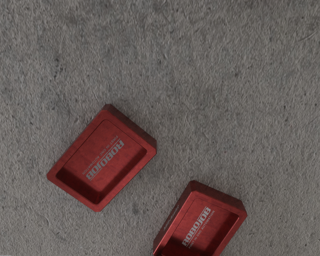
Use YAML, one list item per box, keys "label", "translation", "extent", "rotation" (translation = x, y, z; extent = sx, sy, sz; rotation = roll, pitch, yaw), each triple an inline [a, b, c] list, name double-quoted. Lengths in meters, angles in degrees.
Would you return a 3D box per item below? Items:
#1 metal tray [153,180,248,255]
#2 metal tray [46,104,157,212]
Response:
- label: "metal tray"
  translation: [0.057, 0.151, 0.463]
  extent: [0.090, 0.030, 0.129]
  rotation: [25, 108, -9]
- label: "metal tray"
  translation: [-0.078, 0.043, 0.422]
  extent: [0.090, 0.030, 0.130]
  rotation: [40, 105, -14]
